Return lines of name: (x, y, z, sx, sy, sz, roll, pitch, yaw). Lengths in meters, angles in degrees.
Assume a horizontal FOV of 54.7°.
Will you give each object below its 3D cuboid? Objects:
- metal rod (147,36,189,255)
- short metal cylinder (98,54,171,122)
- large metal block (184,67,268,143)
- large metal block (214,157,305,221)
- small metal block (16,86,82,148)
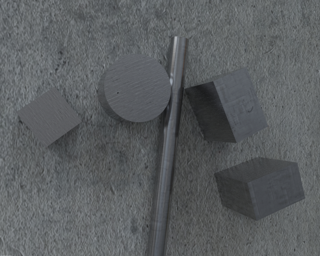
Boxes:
metal rod: (0.010, 0.029, 0.413, 0.025, 0.025, 0.298, 7, 88, -20)
short metal cylinder: (-0.033, -0.047, 0.384, 0.081, 0.050, 0.080, 0, 90, -20)
large metal block: (0.085, -0.028, 0.411, 0.050, 0.080, 0.080, -25, 99, -18)
large metal block: (0.135, 0.080, 0.430, 0.081, 0.080, 0.050, -17, 96, -19)
small metal block: (-0.128, -0.013, 0.362, 0.050, 0.025, 0.050, -39, 103, -16)
